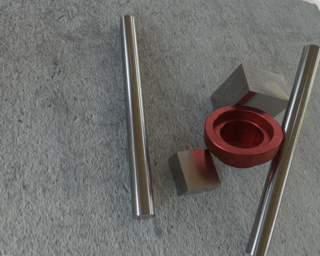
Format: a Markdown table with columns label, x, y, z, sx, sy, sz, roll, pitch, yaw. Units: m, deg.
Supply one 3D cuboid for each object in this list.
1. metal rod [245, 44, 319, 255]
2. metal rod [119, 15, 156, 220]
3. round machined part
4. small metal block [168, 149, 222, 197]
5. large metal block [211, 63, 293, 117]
| label | x | y | z | sx | sy | sz | roll | pitch | yaw |
| --- | --- | --- | --- | --- | --- | --- | --- | --- | --- |
| metal rod | 0.169 | 0.021 | 0.413 | 0.025 | 0.025 | 0.299 | 25 | 75 | -14 |
| metal rod | -0.034 | -0.034 | 0.407 | 0.025 | 0.025 | 0.299 | 7 | 58 | -25 |
| round machined part | 0.108 | 0.015 | 0.414 | 0.099 | 0.042 | 0.098 | -1 | 41 | 1 |
| small metal block | 0.044 | 0.056 | 0.395 | 0.050 | 0.025 | 0.050 | -2 | 63 | -29 |
| large metal block | 0.137 | -0.044 | 0.470 | 0.081 | 0.080 | 0.050 | 10 | 55 | -24 |
